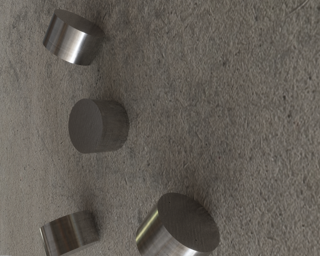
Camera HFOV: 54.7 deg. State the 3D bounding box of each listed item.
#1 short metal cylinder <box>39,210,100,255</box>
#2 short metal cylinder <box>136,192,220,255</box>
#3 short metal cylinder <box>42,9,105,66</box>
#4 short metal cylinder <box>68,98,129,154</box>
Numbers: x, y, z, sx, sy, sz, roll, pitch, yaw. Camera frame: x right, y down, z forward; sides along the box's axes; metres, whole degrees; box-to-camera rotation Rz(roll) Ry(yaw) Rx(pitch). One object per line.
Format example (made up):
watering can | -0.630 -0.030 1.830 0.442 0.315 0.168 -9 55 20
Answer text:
short metal cylinder | -0.141 0.169 0.486 0.080 0.081 0.050 -37 67 34
short metal cylinder | 0.020 0.121 0.353 0.080 0.081 0.050 47 118 29
short metal cylinder | -0.132 -0.140 0.479 0.080 0.081 0.050 47 118 30
short metal cylinder | -0.093 -0.003 0.465 0.080 0.050 0.080 0 90 40
